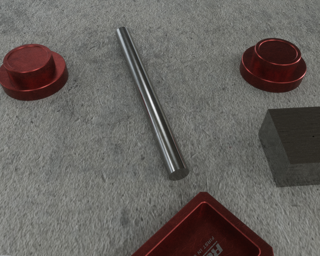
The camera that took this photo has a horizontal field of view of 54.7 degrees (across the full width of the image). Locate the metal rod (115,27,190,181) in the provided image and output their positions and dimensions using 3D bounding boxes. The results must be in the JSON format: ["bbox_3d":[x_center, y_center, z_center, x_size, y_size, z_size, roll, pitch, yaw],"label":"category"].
[{"bbox_3d":[-0.022,-0.056,0.449,0.025,0.025,0.300,-13,51,-11],"label":"metal rod"}]

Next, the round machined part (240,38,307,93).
[{"bbox_3d":[0.178,-0.103,0.481,0.099,0.042,0.098,0,50,0],"label":"round machined part"}]

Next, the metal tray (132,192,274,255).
[{"bbox_3d":[0.030,0.132,0.288,0.131,0.030,0.090,-36,59,-27],"label":"metal tray"}]

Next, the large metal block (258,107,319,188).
[{"bbox_3d":[0.174,0.021,0.371,0.081,0.050,0.080,-3,50,-3],"label":"large metal block"}]

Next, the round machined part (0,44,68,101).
[{"bbox_3d":[-0.192,-0.090,0.465,0.099,0.042,0.098,0,50,0],"label":"round machined part"}]
